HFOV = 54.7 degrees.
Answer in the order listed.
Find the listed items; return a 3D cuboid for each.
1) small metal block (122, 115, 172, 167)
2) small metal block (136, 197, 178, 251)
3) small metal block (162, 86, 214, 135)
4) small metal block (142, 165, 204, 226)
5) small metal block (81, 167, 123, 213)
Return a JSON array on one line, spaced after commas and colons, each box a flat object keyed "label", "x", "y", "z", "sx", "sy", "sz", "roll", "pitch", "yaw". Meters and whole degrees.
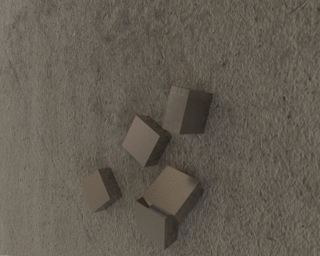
[{"label": "small metal block", "x": -0.019, "y": 0.017, "z": 0.420, "sx": 0.050, "sy": 0.025, "sz": 0.050, "roll": 41, "pitch": 115, "yaw": 32}, {"label": "small metal block", "x": -0.004, "y": 0.119, "z": 0.400, "sx": 0.050, "sy": 0.025, "sz": 0.050, "roll": 21, "pitch": 121, "yaw": 38}, {"label": "small metal block", "x": 0.033, "y": -0.020, "z": 0.361, "sx": 0.025, "sy": 0.050, "sz": 0.050, "roll": 20, "pitch": 103, "yaw": 38}, {"label": "small metal block", "x": 0.017, "y": 0.080, "z": 0.373, "sx": 0.050, "sy": 0.025, "sz": 0.050, "roll": 22, "pitch": 59, "yaw": 38}, {"label": "small metal block", "x": -0.091, "y": 0.096, "z": 0.480, "sx": 0.050, "sy": 0.025, "sz": 0.050, "roll": -42, "pitch": 65, "yaw": 32}]
